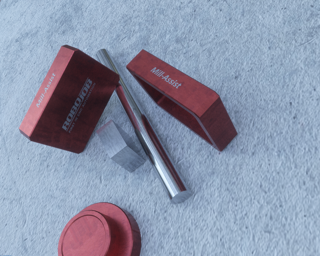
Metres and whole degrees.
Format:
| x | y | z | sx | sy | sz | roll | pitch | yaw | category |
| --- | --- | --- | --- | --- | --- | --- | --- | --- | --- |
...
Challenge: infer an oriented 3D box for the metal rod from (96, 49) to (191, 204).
| x | y | z | sx | sy | sz | roll | pitch | yaw | category |
| --- | --- | --- | --- | --- | --- | --- | --- | --- | --- |
| -0.037 | -0.024 | 0.436 | 0.025 | 0.025 | 0.300 | -35 | 51 | 5 | metal rod |

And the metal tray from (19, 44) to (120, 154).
| x | y | z | sx | sy | sz | roll | pitch | yaw | category |
| --- | --- | --- | --- | --- | --- | --- | --- | --- | --- |
| -0.120 | -0.036 | 0.427 | 0.030 | 0.090 | 0.130 | 27 | 89 | 37 | metal tray |

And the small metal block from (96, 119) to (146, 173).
| x | y | z | sx | sy | sz | roll | pitch | yaw | category |
| --- | --- | --- | --- | --- | --- | --- | --- | --- | --- |
| -0.050 | 0.024 | 0.398 | 0.025 | 0.050 | 0.050 | -38 | 51 | 3 | small metal block |

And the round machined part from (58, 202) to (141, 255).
| x | y | z | sx | sy | sz | roll | pitch | yaw | category |
| --- | --- | --- | --- | --- | --- | --- | --- | --- | --- |
| -0.074 | 0.132 | 0.350 | 0.098 | 0.042 | 0.098 | -13 | 56 | 20 | round machined part |

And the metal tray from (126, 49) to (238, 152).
| x | y | z | sx | sy | sz | roll | pitch | yaw | category |
| --- | --- | --- | --- | --- | --- | --- | --- | --- | --- |
| 0.025 | -0.034 | 0.368 | 0.030 | 0.090 | 0.130 | -47 | 52 | -5 | metal tray |
